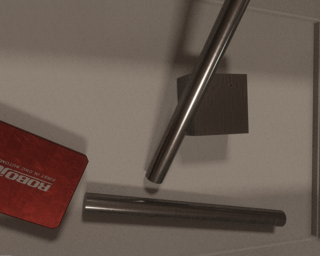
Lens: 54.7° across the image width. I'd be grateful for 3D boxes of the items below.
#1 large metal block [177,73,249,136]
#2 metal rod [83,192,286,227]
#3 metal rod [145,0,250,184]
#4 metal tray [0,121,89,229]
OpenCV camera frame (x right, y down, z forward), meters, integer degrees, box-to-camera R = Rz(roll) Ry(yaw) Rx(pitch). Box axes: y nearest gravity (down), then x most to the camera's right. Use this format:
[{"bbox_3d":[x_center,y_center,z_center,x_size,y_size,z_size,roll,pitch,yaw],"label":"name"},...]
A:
[{"bbox_3d":[0.072,-0.031,0.425,0.081,0.050,0.079,-2,91,-20],"label":"large metal block"},{"bbox_3d":[0.048,0.116,0.429,0.302,0.025,0.025,10,87,-20],"label":"metal rod"},{"bbox_3d":[0.050,-0.063,0.365,0.025,0.025,0.298,17,109,-20],"label":"metal rod"},{"bbox_3d":[-0.160,0.049,0.349,0.131,0.030,0.090,26,81,-19],"label":"metal tray"}]
